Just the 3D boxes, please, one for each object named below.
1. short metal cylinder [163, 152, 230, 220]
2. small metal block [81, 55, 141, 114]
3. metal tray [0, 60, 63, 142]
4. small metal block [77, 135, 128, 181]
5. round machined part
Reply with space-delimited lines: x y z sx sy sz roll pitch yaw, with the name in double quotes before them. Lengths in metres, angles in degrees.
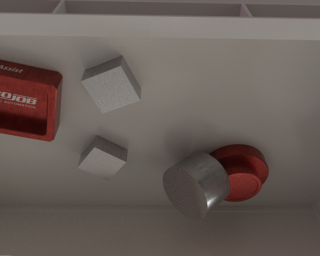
"short metal cylinder" 0.050 0.080 0.434 0.050 0.080 0.079 -28 143 -37
"small metal block" -0.056 -0.050 0.365 0.050 0.025 0.050 -18 128 14
"metal tray" -0.189 -0.035 0.372 0.131 0.030 0.089 11 129 -10
"small metal block" -0.082 0.044 0.445 0.050 0.025 0.050 29 124 -23
"round machined part" 0.113 0.074 0.463 0.099 0.042 0.097 -1 130 0
